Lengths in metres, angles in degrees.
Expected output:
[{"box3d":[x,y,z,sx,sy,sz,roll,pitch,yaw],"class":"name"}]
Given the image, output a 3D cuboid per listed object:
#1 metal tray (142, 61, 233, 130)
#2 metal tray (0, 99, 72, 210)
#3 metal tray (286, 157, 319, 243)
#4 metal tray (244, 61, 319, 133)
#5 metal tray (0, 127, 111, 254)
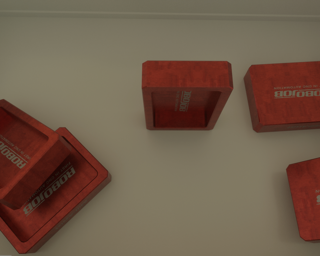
[{"box3d":[0.027,-0.032,0.366,0.091,0.130,0.030,0,70,0],"class":"metal tray"},{"box3d":[-0.180,0.025,0.368,0.130,0.030,0.090,26,66,31],"class":"metal tray"},{"box3d":[0.215,0.072,0.337,0.130,0.030,0.090,-22,56,35],"class":"metal tray"},{"box3d":[0.190,-0.044,0.425,0.131,0.030,0.090,-4,70,-2],"class":"metal tray"},{"box3d":[-0.137,0.073,0.378,0.090,0.030,0.130,43,75,14],"class":"metal tray"}]
